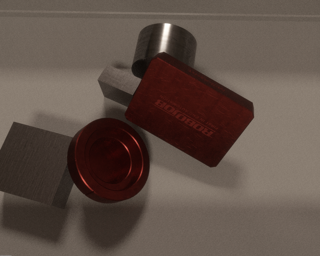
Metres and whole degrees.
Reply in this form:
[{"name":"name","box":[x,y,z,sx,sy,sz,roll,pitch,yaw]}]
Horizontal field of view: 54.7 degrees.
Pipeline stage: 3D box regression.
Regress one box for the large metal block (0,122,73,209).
[{"name":"large metal block","box":[-0.147,0.047,0.378,0.080,0.050,0.080,15,71,5]}]

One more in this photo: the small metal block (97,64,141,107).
[{"name":"small metal block","box":[-0.051,-0.053,0.415,0.050,0.050,0.025,24,72,8]}]

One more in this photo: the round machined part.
[{"name":"round machined part","box":[-0.064,0.041,0.368,0.099,0.042,0.098,19,59,-35]}]

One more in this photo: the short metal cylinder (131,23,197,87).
[{"name":"short metal cylinder","box":[0.006,-0.094,0.415,0.080,0.080,0.050,9,70,3]}]

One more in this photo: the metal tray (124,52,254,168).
[{"name":"metal tray","box":[0.034,-0.020,0.374,0.130,0.089,0.030,30,30,0]}]
